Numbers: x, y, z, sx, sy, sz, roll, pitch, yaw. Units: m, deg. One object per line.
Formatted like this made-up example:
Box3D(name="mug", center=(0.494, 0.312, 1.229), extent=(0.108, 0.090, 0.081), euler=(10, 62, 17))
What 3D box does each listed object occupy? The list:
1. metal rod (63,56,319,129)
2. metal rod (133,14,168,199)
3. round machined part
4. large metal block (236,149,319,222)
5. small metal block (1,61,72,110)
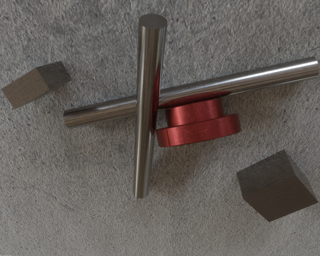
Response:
Box3D(name="metal rod", center=(0.029, -0.040, 0.373), extent=(0.301, 0.025, 0.025), euler=(-11, 129, 9))
Box3D(name="metal rod", center=(-0.018, 0.004, 0.381), extent=(0.025, 0.025, 0.298), euler=(3, 139, -3))
Box3D(name="round machined part", center=(0.043, -0.008, 0.366), extent=(0.098, 0.098, 0.042), euler=(-11, 91, 9))
Box3D(name="large metal block", center=(0.177, 0.090, 0.470), extent=(0.080, 0.050, 0.080), euler=(-33, 123, 24))
Box3D(name="small metal block", center=(-0.135, -0.049, 0.344), extent=(0.050, 0.050, 0.025), euler=(-24, 103, 19))
